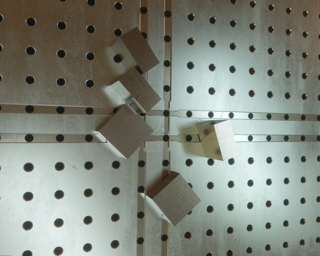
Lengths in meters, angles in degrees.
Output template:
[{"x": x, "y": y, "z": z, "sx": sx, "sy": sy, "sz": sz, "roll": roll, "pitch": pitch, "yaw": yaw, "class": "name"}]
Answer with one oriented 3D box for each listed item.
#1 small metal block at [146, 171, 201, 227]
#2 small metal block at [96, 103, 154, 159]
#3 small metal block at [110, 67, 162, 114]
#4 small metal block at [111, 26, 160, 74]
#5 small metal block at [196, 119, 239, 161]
[{"x": 0.019, "y": 0.095, "z": 0.421, "sx": 0.050, "sy": 0.025, "sz": 0.050, "roll": -41, "pitch": 103, "yaw": -16, "class": "small metal block"}, {"x": -0.045, "y": 0.004, "z": 0.397, "sx": 0.050, "sy": 0.025, "sz": 0.050, "roll": 46, "pitch": 75, "yaw": -15, "class": "small metal block"}, {"x": -0.032, "y": -0.045, "z": 0.388, "sx": 0.025, "sy": 0.050, "sz": 0.050, "roll": -45, "pitch": 104, "yaw": -15, "class": "small metal block"}, {"x": -0.032, "y": -0.092, "z": 0.388, "sx": 0.025, "sy": 0.050, "sz": 0.050, "roll": -37, "pitch": 102, "yaw": -16, "class": "small metal block"}, {"x": 0.079, "y": 0.016, "z": 0.430, "sx": 0.025, "sy": 0.050, "sz": 0.050, "roll": -18, "pitch": 96, "yaw": -19, "class": "small metal block"}]
